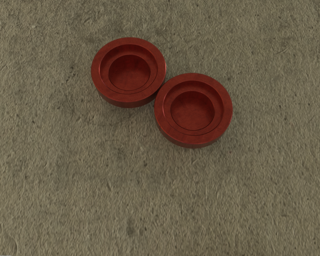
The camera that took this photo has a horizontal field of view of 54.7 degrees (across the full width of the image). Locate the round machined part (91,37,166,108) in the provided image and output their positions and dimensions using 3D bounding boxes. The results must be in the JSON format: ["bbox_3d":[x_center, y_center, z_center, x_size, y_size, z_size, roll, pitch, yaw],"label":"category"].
[{"bbox_3d":[-0.041,-0.071,0.425,0.099,0.042,0.098,0,70,0],"label":"round machined part"}]

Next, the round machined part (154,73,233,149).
[{"bbox_3d":[0.042,-0.019,0.406,0.099,0.042,0.098,0,70,0],"label":"round machined part"}]
